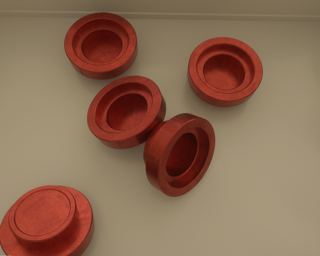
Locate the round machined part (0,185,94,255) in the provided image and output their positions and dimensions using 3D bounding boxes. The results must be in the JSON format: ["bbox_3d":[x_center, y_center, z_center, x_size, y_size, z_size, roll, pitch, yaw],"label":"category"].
[{"bbox_3d":[-0.124,0.103,0.341,0.099,0.042,0.098,2,43,-1],"label":"round machined part"}]

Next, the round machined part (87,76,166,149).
[{"bbox_3d":[-0.038,-0.016,0.394,0.098,0.042,0.098,-10,56,15],"label":"round machined part"}]

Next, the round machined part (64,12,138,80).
[{"bbox_3d":[-0.081,-0.111,0.440,0.099,0.042,0.098,0,70,-1],"label":"round machined part"}]

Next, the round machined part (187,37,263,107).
[{"bbox_3d":[0.087,-0.073,0.428,0.099,0.042,0.098,0,70,-1],"label":"round machined part"}]

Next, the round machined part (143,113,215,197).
[{"bbox_3d":[0.019,0.028,0.369,0.042,0.098,0.098,24,69,40],"label":"round machined part"}]
